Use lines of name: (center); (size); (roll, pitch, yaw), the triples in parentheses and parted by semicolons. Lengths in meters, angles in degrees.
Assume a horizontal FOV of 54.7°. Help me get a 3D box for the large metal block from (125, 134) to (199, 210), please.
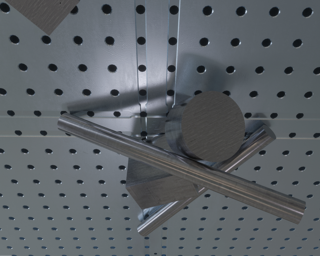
large metal block: (0.004, 0.055, 0.422); (0.080, 0.080, 0.050); (-17, 128, 14)

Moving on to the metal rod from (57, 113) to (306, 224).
metal rod: (0.010, 0.040, 0.362); (0.301, 0.025, 0.025); (19, 132, 17)

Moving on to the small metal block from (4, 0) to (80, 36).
small metal block: (-0.112, -0.128, 0.301); (0.050, 0.025, 0.050); (-36, 122, 26)

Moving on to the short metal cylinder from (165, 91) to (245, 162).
short metal cylinder: (0.052, 0.000, 0.367); (0.080, 0.080, 0.050); (21, 168, -17)

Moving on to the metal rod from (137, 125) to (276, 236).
metal rod: (0.058, 0.097, 0.494); (0.025, 0.025, 0.299); (30, 124, -23)
